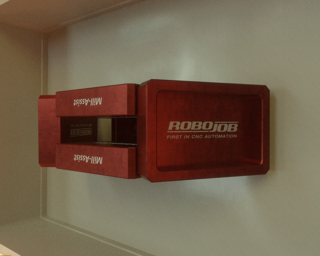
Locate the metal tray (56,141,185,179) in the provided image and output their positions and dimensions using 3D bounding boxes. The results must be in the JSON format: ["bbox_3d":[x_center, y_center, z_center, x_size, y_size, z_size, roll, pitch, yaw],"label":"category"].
[{"bbox_3d":[-0.048,0.033,0.363,0.130,0.091,0.030,0,90,39],"label":"metal tray"}]

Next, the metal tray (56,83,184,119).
[{"bbox_3d":[-0.048,-0.027,0.362,0.130,0.091,0.030,1,90,40],"label":"metal tray"}]

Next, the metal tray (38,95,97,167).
[{"bbox_3d":[-0.126,0.003,0.443,0.030,0.130,0.089,0,91,8],"label":"metal tray"}]

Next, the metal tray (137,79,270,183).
[{"bbox_3d":[0.044,0.002,0.301,0.030,0.131,0.089,-179,88,-69],"label":"metal tray"}]

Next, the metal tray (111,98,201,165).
[{"bbox_3d":[-0.009,0.003,0.410,0.130,0.030,0.089,0,90,39],"label":"metal tray"}]
